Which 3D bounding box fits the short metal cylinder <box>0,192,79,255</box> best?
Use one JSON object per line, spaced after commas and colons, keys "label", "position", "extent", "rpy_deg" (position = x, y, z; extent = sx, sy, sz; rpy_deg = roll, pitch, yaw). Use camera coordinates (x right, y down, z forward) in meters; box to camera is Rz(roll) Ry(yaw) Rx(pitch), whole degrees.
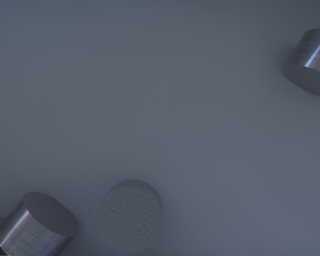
{"label": "short metal cylinder", "position": [-0.149, 0.125, 0.383], "extent": [0.080, 0.080, 0.050], "rpy_deg": [40, 90, 0]}

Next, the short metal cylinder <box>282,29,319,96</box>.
{"label": "short metal cylinder", "position": [0.203, -0.078, 0.385], "extent": [0.080, 0.080, 0.050], "rpy_deg": [32, 90, 0]}

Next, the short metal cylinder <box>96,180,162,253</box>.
{"label": "short metal cylinder", "position": [-0.037, 0.110, 0.399], "extent": [0.081, 0.050, 0.080], "rpy_deg": [0, 90, 0]}

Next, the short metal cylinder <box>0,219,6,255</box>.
{"label": "short metal cylinder", "position": [-0.235, 0.146, 0.381], "extent": [0.080, 0.080, 0.050], "rpy_deg": [-3, 87, 0]}
